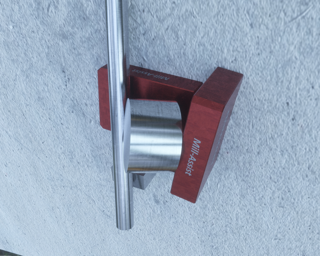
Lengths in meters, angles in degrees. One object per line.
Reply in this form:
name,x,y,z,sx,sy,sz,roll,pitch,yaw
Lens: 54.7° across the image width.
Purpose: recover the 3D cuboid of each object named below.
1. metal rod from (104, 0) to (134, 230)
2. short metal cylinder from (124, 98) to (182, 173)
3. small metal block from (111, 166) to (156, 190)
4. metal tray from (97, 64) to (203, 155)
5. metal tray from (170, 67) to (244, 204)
metal rod,-0.048,-0.002,0.380,0.025,0.025,0.298,10,114,22
short metal cylinder,-0.011,0.009,0.335,0.050,0.080,0.079,2,126,-12
small metal block,-0.034,0.057,0.444,0.050,0.050,0.025,12,123,21
metal tray,-0.015,-0.027,0.394,0.130,0.030,0.089,17,125,18
metal tray,0.051,0.008,0.343,0.030,0.090,0.129,21,126,16
